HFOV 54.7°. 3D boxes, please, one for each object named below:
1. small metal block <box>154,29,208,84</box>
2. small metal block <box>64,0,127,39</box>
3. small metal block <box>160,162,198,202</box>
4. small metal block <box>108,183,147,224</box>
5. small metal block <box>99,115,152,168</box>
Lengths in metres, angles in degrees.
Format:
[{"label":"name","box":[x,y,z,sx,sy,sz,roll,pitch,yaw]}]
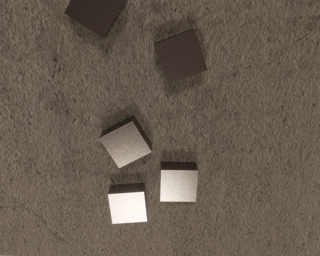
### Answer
[{"label":"small metal block","box":[0.025,-0.088,0.378,0.050,0.025,0.050,-19,109,6]},{"label":"small metal block","box":[-0.073,-0.140,0.357,0.050,0.025,0.050,32,107,-12]},{"label":"small metal block","box":[0.026,0.076,0.438,0.050,0.025,0.050,1,110,-1]},{"label":"small metal block","box":[-0.045,0.109,0.449,0.050,0.025,0.050,-4,110,1]},{"label":"small metal block","box":[-0.045,0.018,0.416,0.050,0.025,0.050,-27,108,9]}]
